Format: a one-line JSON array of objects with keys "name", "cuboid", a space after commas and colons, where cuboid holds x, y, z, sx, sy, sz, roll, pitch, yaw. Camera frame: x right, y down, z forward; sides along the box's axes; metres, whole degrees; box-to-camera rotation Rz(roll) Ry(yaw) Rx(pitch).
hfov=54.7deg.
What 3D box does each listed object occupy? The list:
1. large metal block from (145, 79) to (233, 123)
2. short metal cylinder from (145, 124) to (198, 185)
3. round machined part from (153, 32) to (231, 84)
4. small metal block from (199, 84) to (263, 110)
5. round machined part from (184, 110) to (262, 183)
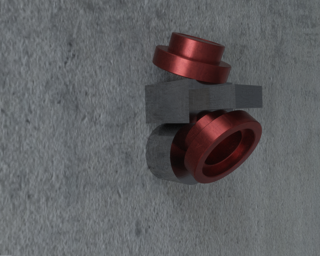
[{"name": "large metal block", "cuboid": [0.037, -0.032, 0.403, 0.081, 0.080, 0.050, -3, 92, -40]}, {"name": "short metal cylinder", "cuboid": [0.027, 0.033, 0.416, 0.081, 0.050, 0.079, 0, 90, -40]}, {"name": "round machined part", "cuboid": [0.043, -0.092, 0.391, 0.099, 0.098, 0.042, -3, 117, -40]}, {"name": "small metal block", "cuboid": [0.081, -0.034, 0.355, 0.050, 0.050, 0.025, -4, 92, -40]}, {"name": "round machined part", "cuboid": [0.069, 0.017, 0.369, 0.099, 0.042, 0.097, -24, 141, -21]}]
